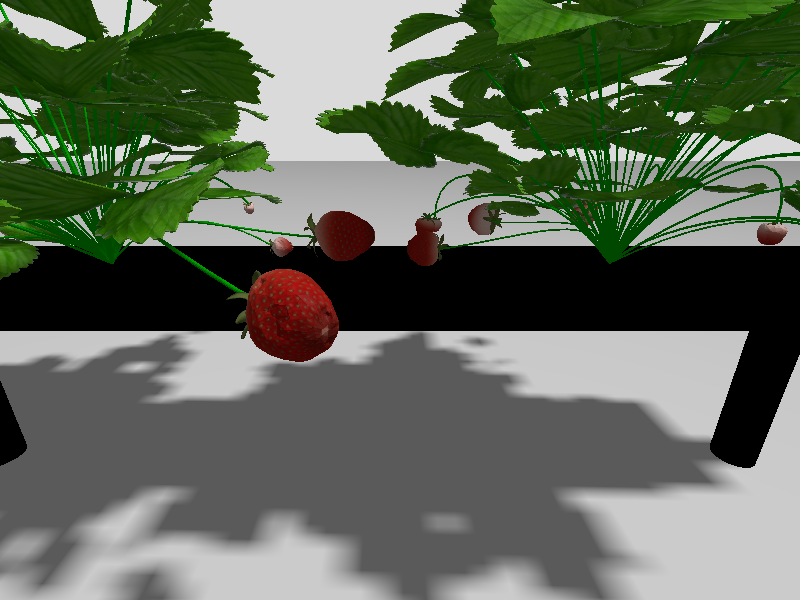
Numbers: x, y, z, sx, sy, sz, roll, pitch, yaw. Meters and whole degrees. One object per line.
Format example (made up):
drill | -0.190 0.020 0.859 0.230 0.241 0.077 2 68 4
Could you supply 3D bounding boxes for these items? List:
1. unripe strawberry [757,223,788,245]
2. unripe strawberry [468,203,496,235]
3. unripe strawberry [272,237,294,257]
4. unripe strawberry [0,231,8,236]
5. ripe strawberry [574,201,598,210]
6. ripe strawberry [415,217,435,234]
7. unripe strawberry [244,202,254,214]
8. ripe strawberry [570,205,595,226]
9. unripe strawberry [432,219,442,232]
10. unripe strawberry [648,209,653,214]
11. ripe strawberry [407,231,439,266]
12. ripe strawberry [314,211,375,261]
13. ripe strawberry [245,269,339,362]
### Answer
unripe strawberry | 0.394 -0.070 0.426 0.023 0.023 0.025 -7 22 -18
unripe strawberry | 0.098 -0.096 0.474 0.033 0.038 0.036 -15 25 -33
unripe strawberry | -0.111 -0.050 0.379 0.019 0.019 0.021 -1 21 -9
unripe strawberry | -0.433 -0.076 0.441 0.010 0.011 0.011 10 23 25
ripe strawberry | 0.272 -0.137 0.587 0.034 0.036 0.037 7 21 17
ripe strawberry | 0.029 -0.084 0.464 0.023 0.023 0.025 36 35 21
unripe strawberry | -0.234 -0.142 0.623 0.015 0.017 0.017 2 -41 5
ripe strawberry | 0.238 -0.110 0.523 0.032 0.027 0.032 6 15 14
unripe strawberry | 0.043 -0.089 0.476 0.015 0.015 0.014 17 27 38
unripe strawberry | 0.330 -0.114 0.523 0.011 0.011 0.010 16 26 35
ripe strawberry | 0.020 -0.045 0.350 0.029 0.030 0.026 -1 21 -2
ripe strawberry | -0.049 -0.058 0.360 0.052 0.045 0.052 0 21 -2
ripe strawberry | -0.049 0.009 0.187 0.044 0.046 0.040 17 27 37
